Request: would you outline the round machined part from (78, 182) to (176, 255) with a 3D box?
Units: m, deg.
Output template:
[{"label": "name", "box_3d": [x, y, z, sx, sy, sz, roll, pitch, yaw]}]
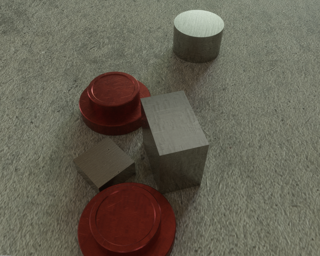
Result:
[{"label": "round machined part", "box_3d": [-0.033, 0.097, 0.310, 0.099, 0.042, 0.098, 0, 50, 0]}]

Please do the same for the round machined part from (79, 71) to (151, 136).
[{"label": "round machined part", "box_3d": [-0.061, -0.040, 0.425, 0.099, 0.042, 0.098, 0, 50, 0]}]

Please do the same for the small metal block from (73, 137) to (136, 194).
[{"label": "small metal block", "box_3d": [-0.065, 0.046, 0.364, 0.050, 0.025, 0.050, -35, 59, -26]}]

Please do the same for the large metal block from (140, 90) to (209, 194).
[{"label": "large metal block", "box_3d": [0.013, 0.017, 0.353, 0.050, 0.080, 0.080, -12, 51, -10]}]

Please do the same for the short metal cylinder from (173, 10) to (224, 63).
[{"label": "short metal cylinder", "box_3d": [0.063, -0.153, 0.517, 0.081, 0.050, 0.080, 0, 50, 0]}]
